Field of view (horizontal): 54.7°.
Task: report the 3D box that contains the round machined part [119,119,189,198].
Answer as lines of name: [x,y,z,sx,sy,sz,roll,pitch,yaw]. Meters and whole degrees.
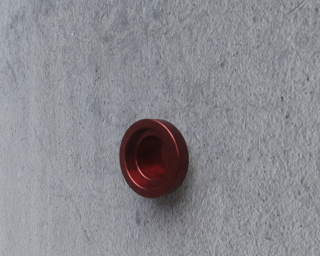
round machined part: [-0.003,0.037,0.396,0.098,0.042,0.097,0,90,39]
